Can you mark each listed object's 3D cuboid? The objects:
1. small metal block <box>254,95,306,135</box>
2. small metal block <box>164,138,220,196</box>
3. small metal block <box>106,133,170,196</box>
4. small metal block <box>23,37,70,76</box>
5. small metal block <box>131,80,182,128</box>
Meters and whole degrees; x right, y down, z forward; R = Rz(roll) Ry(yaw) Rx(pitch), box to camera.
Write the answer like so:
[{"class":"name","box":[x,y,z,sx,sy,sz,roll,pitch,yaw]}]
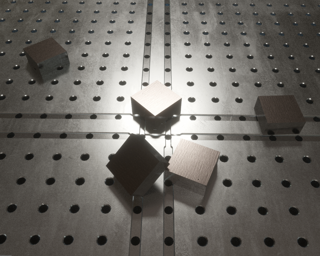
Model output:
[{"class":"small metal block","box":[0.163,-0.018,0.425,0.050,0.025,0.050,-2,50,-2]},{"class":"small metal block","box":[0.039,0.046,0.370,0.050,0.025,0.050,20,53,15]},{"class":"small metal block","box":[-0.026,0.042,0.355,0.050,0.025,0.050,43,99,30]},{"class":"small metal block","box":[-0.184,-0.117,0.503,0.050,0.025,0.050,-32,57,-25]},{"class":"small metal block","box":[-0.005,-0.035,0.437,0.050,0.025,0.050,-36,59,-26]}]
